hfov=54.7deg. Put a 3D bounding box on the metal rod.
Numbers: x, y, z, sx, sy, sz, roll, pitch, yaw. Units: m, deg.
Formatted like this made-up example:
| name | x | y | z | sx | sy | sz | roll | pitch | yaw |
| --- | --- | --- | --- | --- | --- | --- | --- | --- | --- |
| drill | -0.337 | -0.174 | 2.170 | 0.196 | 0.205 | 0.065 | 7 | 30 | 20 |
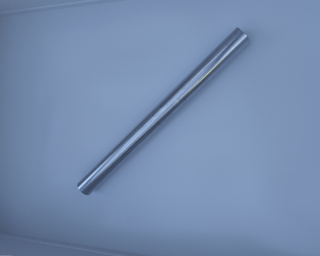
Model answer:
| name | x | y | z | sx | sy | sz | roll | pitch | yaw |
| --- | --- | --- | --- | --- | --- | --- | --- | --- | --- |
| metal rod | -0.004 | -0.013 | 0.411 | 0.299 | 0.025 | 0.025 | -44 | 77 | 14 |
